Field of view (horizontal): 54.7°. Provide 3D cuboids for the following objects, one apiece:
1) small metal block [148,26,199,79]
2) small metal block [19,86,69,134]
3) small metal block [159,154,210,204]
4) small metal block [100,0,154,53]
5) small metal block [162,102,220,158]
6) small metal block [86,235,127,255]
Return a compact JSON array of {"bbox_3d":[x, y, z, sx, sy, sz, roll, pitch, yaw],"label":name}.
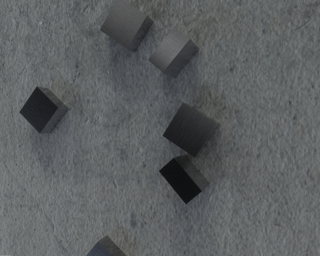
[{"bbox_3d":[0.019,-0.093,0.389,0.025,0.050,0.050,44,103,14],"label":"small metal block"},{"bbox_3d":[-0.176,-0.027,0.469,0.050,0.025,0.050,42,103,14],"label":"small metal block"},{"bbox_3d":[0.032,0.061,0.384,0.025,0.050,0.050,-44,77,15],"label":"small metal block"},{"bbox_3d":[-0.045,-0.140,0.424,0.050,0.025,0.050,37,101,16],"label":"small metal block"},{"bbox_3d":[0.040,0.002,0.394,0.050,0.025,0.050,34,101,16],"label":"small metal block"},{"bbox_3d":[-0.078,0.190,0.435,0.050,0.025,0.050,42,103,15],"label":"small metal block"}]
